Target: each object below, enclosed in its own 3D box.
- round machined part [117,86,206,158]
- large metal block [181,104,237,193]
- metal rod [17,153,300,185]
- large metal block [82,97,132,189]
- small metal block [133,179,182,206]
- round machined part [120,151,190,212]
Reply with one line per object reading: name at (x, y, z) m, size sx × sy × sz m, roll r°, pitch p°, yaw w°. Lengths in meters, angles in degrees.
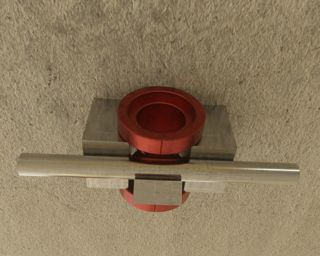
round machined part at (0.001, -0.004, 0.357) m, size 0.099 × 0.098 × 0.042 m, roll 3°, pitch 131°, yaw -3°
large metal block at (0.057, 0.025, 0.395) m, size 0.050 × 0.080 × 0.079 m, roll 3°, pitch 130°, yaw -3°
metal rod at (0.001, 0.046, 0.342) m, size 0.302 × 0.025 × 0.025 m, roll 2°, pitch 130°, yaw -3°
large metal block at (-0.062, 0.019, 0.388) m, size 0.050 × 0.080 × 0.079 m, roll 3°, pitch 130°, yaw -3°
small metal block at (-0.002, 0.071, 0.346) m, size 0.050 × 0.025 × 0.050 m, roll 2°, pitch 171°, yaw 0°
round machined part at (-0.005, 0.060, 0.411) m, size 0.099 × 0.098 × 0.042 m, roll 4°, pitch 125°, yaw -3°
